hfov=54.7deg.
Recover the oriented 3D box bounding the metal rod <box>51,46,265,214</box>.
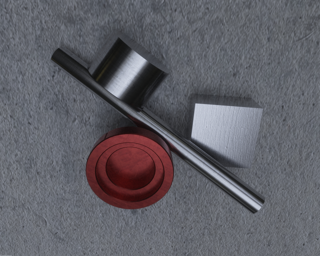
[{"bbox_3d":[-0.004,0.001,0.372,0.301,0.025,0.025,37,106,2],"label":"metal rod"}]

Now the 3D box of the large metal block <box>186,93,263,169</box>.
[{"bbox_3d":[0.078,0.003,0.400,0.081,0.050,0.079,4,110,-2],"label":"large metal block"}]

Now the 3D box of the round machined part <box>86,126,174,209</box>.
[{"bbox_3d":[-0.034,0.043,0.365,0.099,0.042,0.097,0,112,-1],"label":"round machined part"}]

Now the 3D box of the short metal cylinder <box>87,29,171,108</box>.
[{"bbox_3d":[-0.035,-0.068,0.356,0.080,0.080,0.050,36,106,-13],"label":"short metal cylinder"}]

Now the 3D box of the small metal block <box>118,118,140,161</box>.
[{"bbox_3d":[-0.038,0.016,0.404,0.025,0.050,0.050,-2,110,0],"label":"small metal block"}]
